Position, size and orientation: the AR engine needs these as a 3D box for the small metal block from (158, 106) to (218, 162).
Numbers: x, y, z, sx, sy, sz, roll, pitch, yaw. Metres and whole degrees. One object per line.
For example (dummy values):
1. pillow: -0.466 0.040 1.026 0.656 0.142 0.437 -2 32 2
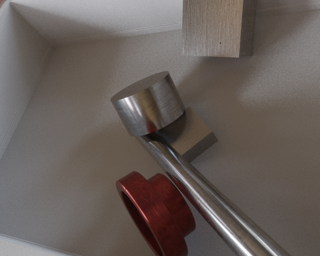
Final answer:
1. small metal block: 0.034 0.009 0.381 0.050 0.025 0.050 -38 51 2

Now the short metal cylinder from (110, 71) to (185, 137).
1. short metal cylinder: -0.015 -0.031 0.392 0.080 0.050 0.080 -24 18 8

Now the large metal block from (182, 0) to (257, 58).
1. large metal block: 0.077 -0.136 0.406 0.080 0.050 0.079 11 109 32

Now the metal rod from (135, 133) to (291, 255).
1. metal rod: 0.031 0.052 0.281 0.025 0.025 0.300 -44 27 -3

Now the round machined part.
1. round machined part: -0.001 0.085 0.311 0.042 0.097 0.098 -30 49 -19
